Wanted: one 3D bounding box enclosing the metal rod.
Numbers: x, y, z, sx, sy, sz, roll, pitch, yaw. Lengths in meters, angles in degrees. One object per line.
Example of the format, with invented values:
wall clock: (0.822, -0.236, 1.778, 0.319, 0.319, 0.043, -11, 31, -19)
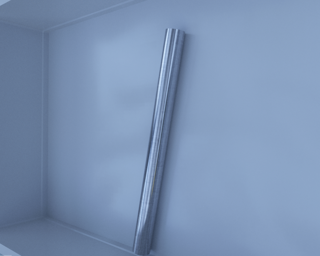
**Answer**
metal rod: (-0.003, 0.024, 0.410, 0.025, 0.025, 0.298, 15, 99, 39)
